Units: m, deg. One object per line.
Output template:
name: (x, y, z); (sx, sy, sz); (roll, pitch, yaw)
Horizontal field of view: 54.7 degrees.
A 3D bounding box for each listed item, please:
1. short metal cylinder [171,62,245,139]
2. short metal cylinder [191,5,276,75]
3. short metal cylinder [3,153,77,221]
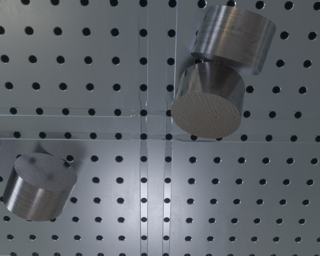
short metal cylinder: (0.058, -0.031, 0.369); (0.080, 0.050, 0.080); (11, 144, 9)
short metal cylinder: (0.080, -0.095, 0.345); (0.080, 0.080, 0.050); (17, 96, -6)
short metal cylinder: (-0.158, 0.076, 0.411); (0.080, 0.080, 0.050); (25, 108, -9)
